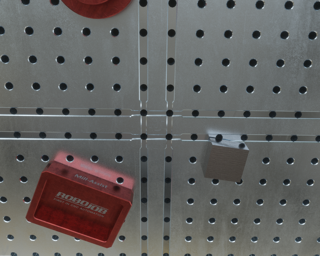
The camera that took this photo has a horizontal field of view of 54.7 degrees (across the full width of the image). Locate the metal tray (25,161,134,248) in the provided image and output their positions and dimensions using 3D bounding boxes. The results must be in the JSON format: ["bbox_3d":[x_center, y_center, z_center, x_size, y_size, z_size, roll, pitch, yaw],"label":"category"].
[{"bbox_3d":[-0.115,0.113,0.451,0.131,0.030,0.089,23,108,-8],"label":"metal tray"}]

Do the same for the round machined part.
[{"bbox_3d":[-0.073,-0.172,0.340,0.099,0.042,0.097,0,110,0],"label":"round machined part"}]

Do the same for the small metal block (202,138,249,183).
[{"bbox_3d":[0.090,0.045,0.430,0.050,0.025,0.050,9,110,-4],"label":"small metal block"}]
